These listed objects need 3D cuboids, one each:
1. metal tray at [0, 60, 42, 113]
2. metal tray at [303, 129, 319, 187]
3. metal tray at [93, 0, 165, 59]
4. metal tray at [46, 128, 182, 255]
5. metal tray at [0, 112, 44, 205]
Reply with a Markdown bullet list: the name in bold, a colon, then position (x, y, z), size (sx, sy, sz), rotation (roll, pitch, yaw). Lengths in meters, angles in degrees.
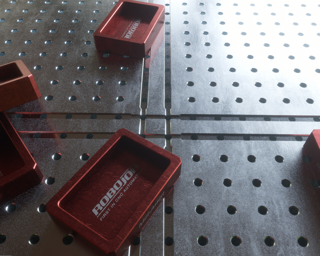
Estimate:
- **metal tray**: position (-0.218, -0.054, 0.412), size (0.091, 0.030, 0.130), rotation (-25, 30, -20)
- **metal tray**: position (0.234, 0.059, 0.357), size (0.091, 0.030, 0.130), rotation (-1, 50, -2)
- **metal tray**: position (-0.051, -0.182, 0.556), size (0.090, 0.030, 0.130), rotation (13, 51, 10)
- **metal tray**: position (-0.046, 0.067, 0.346), size (0.090, 0.030, 0.131), rotation (27, 55, 20)
- **metal tray**: position (-0.212, 0.034, 0.372), size (0.091, 0.030, 0.130), rotation (-31, 57, -24)
